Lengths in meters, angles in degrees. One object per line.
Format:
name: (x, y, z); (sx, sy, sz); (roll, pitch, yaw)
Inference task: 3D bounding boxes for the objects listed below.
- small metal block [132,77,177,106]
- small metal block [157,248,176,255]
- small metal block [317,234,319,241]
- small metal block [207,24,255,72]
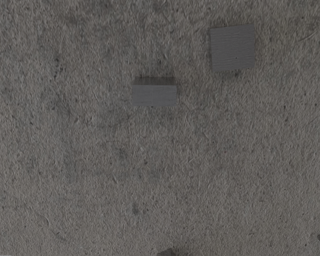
small metal block: (-0.006, -0.046, 0.379); (0.050, 0.050, 0.025); (1, 110, -1)
small metal block: (0.018, 0.226, 0.480); (0.025, 0.050, 0.050); (-28, 108, 10)
small metal block: (0.275, 0.185, 0.467); (0.050, 0.050, 0.025); (37, 106, -13)
small metal block: (0.086, -0.098, 0.374); (0.050, 0.025, 0.050); (-6, 110, 2)
